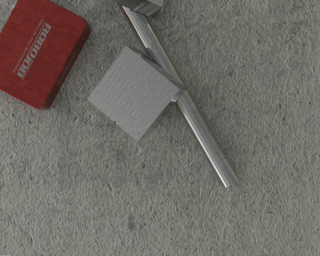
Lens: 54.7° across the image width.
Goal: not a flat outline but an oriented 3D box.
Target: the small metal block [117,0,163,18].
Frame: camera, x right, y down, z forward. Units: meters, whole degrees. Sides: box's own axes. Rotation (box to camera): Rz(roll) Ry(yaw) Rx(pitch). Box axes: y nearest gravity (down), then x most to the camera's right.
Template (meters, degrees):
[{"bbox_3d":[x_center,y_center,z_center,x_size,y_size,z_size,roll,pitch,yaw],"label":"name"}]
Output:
[{"bbox_3d":[-0.023,-0.176,0.393,0.050,0.025,0.050,13,69,-25],"label":"small metal block"}]

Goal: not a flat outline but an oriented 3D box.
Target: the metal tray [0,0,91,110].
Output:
[{"bbox_3d":[-0.161,-0.100,0.405,0.090,0.030,0.130,28,90,-1],"label":"metal tray"}]

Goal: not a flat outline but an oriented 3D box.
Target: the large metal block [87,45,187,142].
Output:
[{"bbox_3d":[-0.027,-0.043,0.383,0.080,0.050,0.080,40,105,5],"label":"large metal block"}]

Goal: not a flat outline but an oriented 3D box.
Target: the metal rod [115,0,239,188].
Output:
[{"bbox_3d":[0.019,-0.057,0.410,0.025,0.025,0.299,-30,90,0],"label":"metal rod"}]
